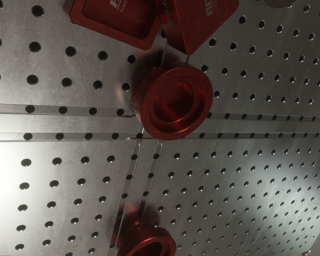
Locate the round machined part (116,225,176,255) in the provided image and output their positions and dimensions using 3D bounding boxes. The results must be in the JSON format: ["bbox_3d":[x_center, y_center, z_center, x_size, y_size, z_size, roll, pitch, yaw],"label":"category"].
[{"bbox_3d":[-0.026,0.200,0.512,0.099,0.042,0.097,-14,125,-21],"label":"round machined part"}]

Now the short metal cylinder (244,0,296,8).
[{"bbox_3d":[0.127,-0.183,0.353,0.081,0.050,0.079,-14,125,-21],"label":"short metal cylinder"}]

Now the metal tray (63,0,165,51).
[{"bbox_3d":[-0.027,-0.152,0.299,0.091,0.030,0.129,13,112,-34],"label":"metal tray"}]

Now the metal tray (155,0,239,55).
[{"bbox_3d":[0.035,-0.146,0.300,0.090,0.030,0.130,-46,149,-13],"label":"metal tray"}]

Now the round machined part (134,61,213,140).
[{"bbox_3d":[0.014,-0.036,0.387,0.099,0.042,0.097,-14,125,-21],"label":"round machined part"}]
